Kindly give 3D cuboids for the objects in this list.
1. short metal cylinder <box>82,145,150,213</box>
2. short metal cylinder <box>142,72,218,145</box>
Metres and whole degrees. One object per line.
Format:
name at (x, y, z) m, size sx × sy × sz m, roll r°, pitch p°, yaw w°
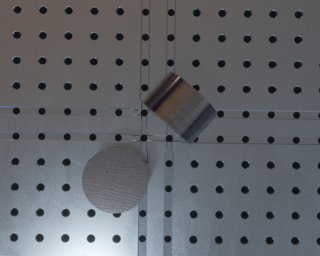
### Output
short metal cylinder at (-0.054, 0.064, 0.400) m, size 0.081 × 0.050 × 0.079 m, roll 0°, pitch 90°, yaw 0°
short metal cylinder at (0.024, -0.024, 0.386) m, size 0.080 × 0.080 × 0.050 m, roll 42°, pitch 90°, yaw 0°
